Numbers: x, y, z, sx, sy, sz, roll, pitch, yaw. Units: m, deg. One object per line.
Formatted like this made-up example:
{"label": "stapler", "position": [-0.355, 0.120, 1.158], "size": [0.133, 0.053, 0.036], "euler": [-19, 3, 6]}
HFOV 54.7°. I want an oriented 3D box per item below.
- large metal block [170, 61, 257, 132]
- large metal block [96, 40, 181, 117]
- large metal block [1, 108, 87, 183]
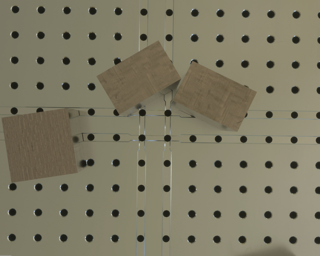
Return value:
{"label": "large metal block", "position": [0.062, -0.036, 0.387], "size": [0.080, 0.080, 0.050], "euler": [26, 90, -1]}
{"label": "large metal block", "position": [-0.024, -0.057, 0.386], "size": [0.080, 0.080, 0.050], "euler": [-30, 90, 0]}
{"label": "large metal block", "position": [-0.146, 0.021, 0.399], "size": [0.081, 0.050, 0.080], "euler": [-9, 90, -1]}
